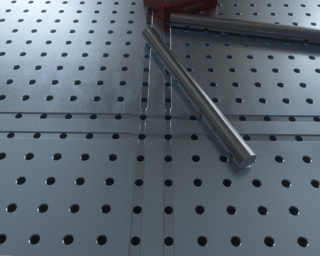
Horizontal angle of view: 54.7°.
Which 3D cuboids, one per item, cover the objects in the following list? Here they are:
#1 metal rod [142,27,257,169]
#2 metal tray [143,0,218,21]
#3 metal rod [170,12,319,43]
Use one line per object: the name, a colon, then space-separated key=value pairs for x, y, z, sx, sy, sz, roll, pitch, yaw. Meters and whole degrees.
metal rod: x=0.043 y=-0.063 z=0.461 sx=0.025 sy=0.025 sz=0.300 roll=-19 pitch=53 yaw=-16
metal tray: x=0.042 y=-0.267 z=0.629 sx=0.131 sy=0.030 sz=0.090 roll=-24 pitch=54 yaw=-20
metal rod: x=0.168 y=-0.180 z=0.561 sx=0.302 sy=0.025 sz=0.025 roll=9 pitch=51 yaw=7
